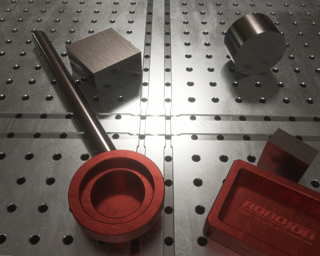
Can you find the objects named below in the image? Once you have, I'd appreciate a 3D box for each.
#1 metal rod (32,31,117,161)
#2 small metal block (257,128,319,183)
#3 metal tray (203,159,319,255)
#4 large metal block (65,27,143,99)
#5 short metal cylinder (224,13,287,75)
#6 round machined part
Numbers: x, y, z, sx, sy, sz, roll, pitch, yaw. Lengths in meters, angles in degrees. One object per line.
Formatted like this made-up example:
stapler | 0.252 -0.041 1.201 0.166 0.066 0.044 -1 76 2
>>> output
metal rod | -0.133 -0.058 0.454 0.025 0.025 0.300 -24 54 -19
small metal block | 0.148 0.036 0.363 0.050 0.050 0.025 35 58 25
metal tray | 0.123 0.097 0.324 0.130 0.030 0.090 23 53 18
large metal block | -0.084 -0.101 0.475 0.081 0.050 0.080 -31 57 -24
short metal cylinder | 0.147 -0.130 0.483 0.081 0.080 0.050 -8 51 -7
round machined part | -0.044 0.075 0.333 0.099 0.042 0.098 1 50 0
